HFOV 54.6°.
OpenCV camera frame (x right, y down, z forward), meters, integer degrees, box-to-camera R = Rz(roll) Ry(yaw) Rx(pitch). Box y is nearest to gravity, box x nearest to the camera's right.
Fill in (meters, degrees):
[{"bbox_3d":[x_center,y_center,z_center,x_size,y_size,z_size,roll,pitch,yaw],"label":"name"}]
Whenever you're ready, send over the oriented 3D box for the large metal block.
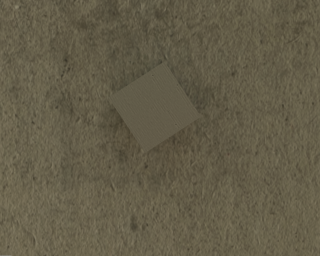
[{"bbox_3d":[-0.006,-0.025,0.397,0.080,0.050,0.080,-33,90,0],"label":"large metal block"}]
